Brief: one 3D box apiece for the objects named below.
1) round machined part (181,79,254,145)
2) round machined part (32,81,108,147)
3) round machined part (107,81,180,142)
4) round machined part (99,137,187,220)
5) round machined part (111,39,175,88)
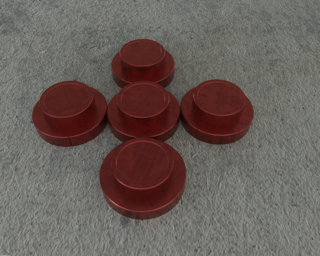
[{"bbox_3d":[0.077,-0.028,0.419,0.099,0.042,0.098,0,50,0],"label":"round machined part"},{"bbox_3d":[-0.120,-0.026,0.414,0.099,0.042,0.098,0,50,0],"label":"round machined part"},{"bbox_3d":[-0.022,-0.026,0.415,0.099,0.042,0.098,0,50,0],"label":"round machined part"},{"bbox_3d":[-0.019,0.049,0.352,0.099,0.042,0.098,0,50,0],"label":"round machined part"},{"bbox_3d":[-0.026,-0.101,0.478,0.099,0.042,0.098,0,50,0],"label":"round machined part"}]
